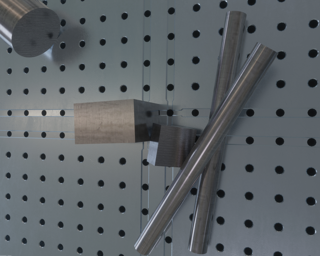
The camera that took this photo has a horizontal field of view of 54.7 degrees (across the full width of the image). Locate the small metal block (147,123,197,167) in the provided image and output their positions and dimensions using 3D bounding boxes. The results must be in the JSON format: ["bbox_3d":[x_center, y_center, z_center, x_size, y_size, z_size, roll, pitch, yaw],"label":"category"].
[{"bbox_3d":[0.015,0.022,0.392,0.050,0.025,0.050,7,94,-26],"label":"small metal block"}]

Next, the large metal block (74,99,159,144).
[{"bbox_3d":[-0.053,-0.007,0.402,0.080,0.080,0.050,-2,89,20],"label":"large metal block"}]

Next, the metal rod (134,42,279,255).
[{"bbox_3d":[0.045,0.040,0.372,0.025,0.025,0.298,35,110,16],"label":"metal rod"}]

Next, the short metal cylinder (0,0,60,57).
[{"bbox_3d":[-0.195,-0.151,0.452,0.050,0.080,0.080,40,103,15],"label":"short metal cylinder"}]

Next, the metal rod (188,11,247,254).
[{"bbox_3d":[0.071,0.008,0.387,0.025,0.025,0.298,10,93,19],"label":"metal rod"}]
